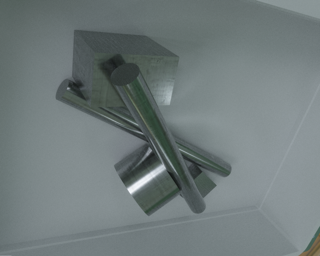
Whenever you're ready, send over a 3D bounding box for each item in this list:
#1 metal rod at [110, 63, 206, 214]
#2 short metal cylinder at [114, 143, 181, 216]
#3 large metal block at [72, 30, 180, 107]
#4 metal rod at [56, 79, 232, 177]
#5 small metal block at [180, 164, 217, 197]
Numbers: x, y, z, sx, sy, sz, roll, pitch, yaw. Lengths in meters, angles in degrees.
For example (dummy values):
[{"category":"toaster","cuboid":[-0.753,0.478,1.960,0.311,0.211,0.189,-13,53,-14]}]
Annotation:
[{"category":"metal rod","cuboid":[0.016,0.039,0.366,0.025,0.025,0.299,-35,142,-6]},{"category":"short metal cylinder","cuboid":[-0.016,0.067,0.404,0.050,0.080,0.080,-35,129,-6]},{"category":"large metal block","cuboid":[-0.039,-0.062,0.314,0.081,0.080,0.050,-4,120,-27]},{"category":"metal rod","cuboid":[0.002,0.014,0.419,0.301,0.025,0.025,28,103,-38]},{"category":"small metal block","cuboid":[0.055,0.091,0.496,0.050,0.025,0.050,-44,130,2]}]
